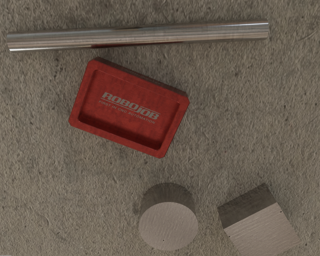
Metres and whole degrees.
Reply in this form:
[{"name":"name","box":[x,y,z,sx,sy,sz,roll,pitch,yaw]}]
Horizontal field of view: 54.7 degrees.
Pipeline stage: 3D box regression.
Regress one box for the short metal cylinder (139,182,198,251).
[{"name":"short metal cylinder","box":[0.011,0.126,0.443,0.081,0.050,0.079,0,110,0]}]

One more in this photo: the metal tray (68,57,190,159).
[{"name":"metal tray","box":[-0.039,-0.025,0.397,0.131,0.030,0.089,21,109,-8]}]

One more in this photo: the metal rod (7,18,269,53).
[{"name":"metal rod","box":[-0.026,-0.110,0.368,0.302,0.025,0.025,-3,110,1]}]

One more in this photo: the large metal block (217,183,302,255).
[{"name":"large metal block","box":[0.142,0.140,0.449,0.080,0.050,0.080,-31,107,11]}]
